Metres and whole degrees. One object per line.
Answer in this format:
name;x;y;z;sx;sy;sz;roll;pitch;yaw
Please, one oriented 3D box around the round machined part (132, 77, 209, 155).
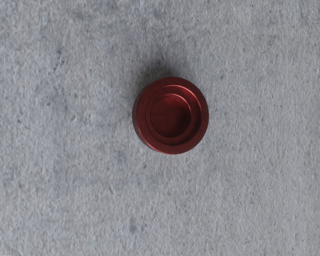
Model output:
round machined part;0.011;-0.016;0.405;0.099;0.042;0.097;0;90;-21
